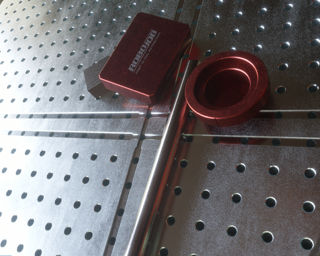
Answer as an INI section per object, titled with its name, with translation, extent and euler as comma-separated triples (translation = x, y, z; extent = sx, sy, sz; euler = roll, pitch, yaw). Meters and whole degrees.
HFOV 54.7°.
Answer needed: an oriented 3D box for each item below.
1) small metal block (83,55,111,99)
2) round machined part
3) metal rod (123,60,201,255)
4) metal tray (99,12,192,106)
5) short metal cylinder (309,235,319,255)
[small metal block]
translation = -0.094, -0.083, 0.506
extent = 0.050, 0.025, 0.050
euler = -28, 52, 10
[round machined part]
translation = 0.084, -0.043, 0.379
extent = 0.098, 0.042, 0.098
euler = -13, 56, 20
[metal rod]
translation = 0.005, 0.043, 0.377
extent = 0.025, 0.025, 0.300
euler = 5, 64, 30
[metal tray]
translation = -0.020, -0.106, 0.463
extent = 0.090, 0.030, 0.130
euler = 21, 72, 18
[short metal cylinder]
translation = 0.158, 0.103, 0.227
extent = 0.080, 0.080, 0.050
euler = 26, 76, 36
